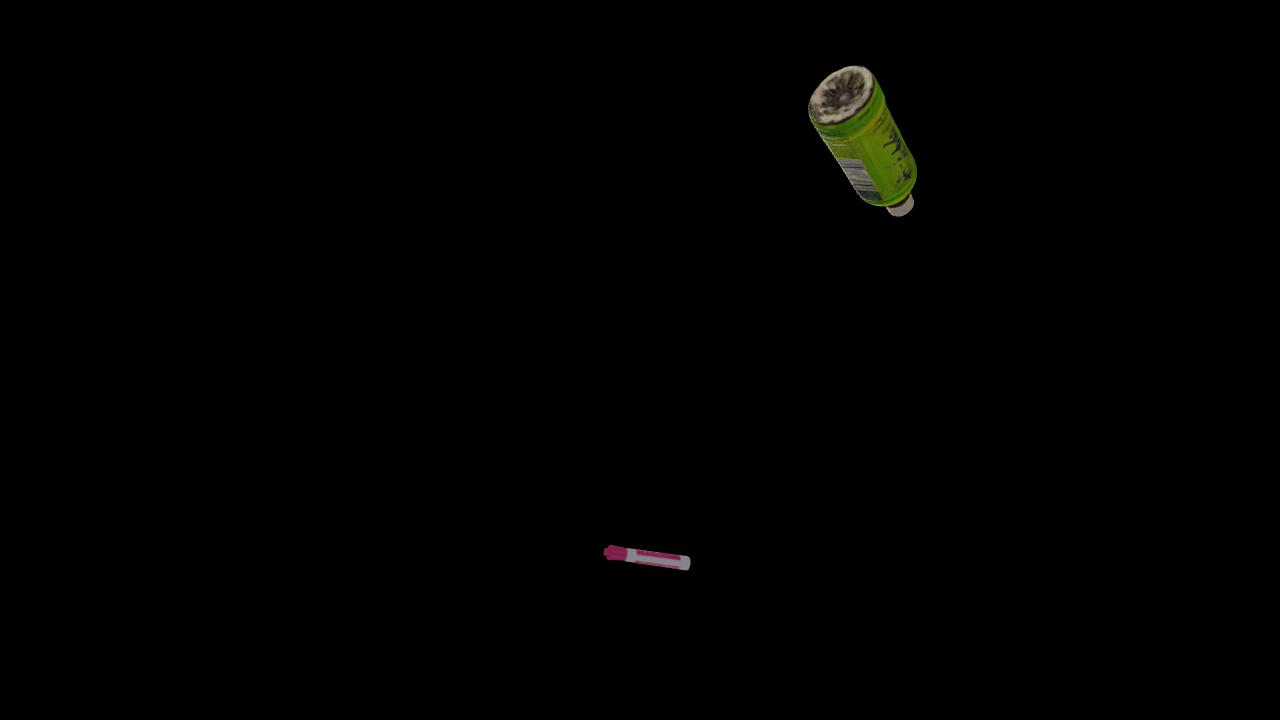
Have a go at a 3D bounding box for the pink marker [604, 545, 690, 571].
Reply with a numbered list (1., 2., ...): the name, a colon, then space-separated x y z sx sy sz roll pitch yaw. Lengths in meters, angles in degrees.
1. pink marker: 0.009 0.260 0.810 0.121 0.020 0.020 15 -5 -20

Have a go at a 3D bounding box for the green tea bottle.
1. green tea bottle: 0.254 -0.222 0.672 0.073 0.073 0.212 0 -20 37
